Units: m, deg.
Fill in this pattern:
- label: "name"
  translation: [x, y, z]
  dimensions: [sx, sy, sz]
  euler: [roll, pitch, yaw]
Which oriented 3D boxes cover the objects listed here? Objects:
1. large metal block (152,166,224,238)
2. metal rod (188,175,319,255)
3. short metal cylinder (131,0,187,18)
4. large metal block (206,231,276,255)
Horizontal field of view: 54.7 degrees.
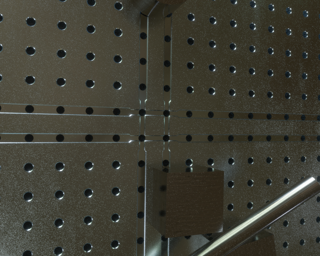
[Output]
- label: "large metal block"
  translation: [0.037, 0.095, 0.414]
  dimensions: [0.081, 0.050, 0.079]
  euler: [1, 90, -20]
- label: "metal rod"
  translation: [0.075, 0.155, 0.399]
  dimensions: [0.301, 0.025, 0.025]
  euler: [-33, 102, -1]
- label: "short metal cylinder"
  translation: [0.001, -0.191, 0.400]
  dimensions: [0.081, 0.050, 0.079]
  euler: [0, 90, -21]
- label: "large metal block"
  translation: [0.119, 0.195, 0.445]
  dimensions: [0.081, 0.050, 0.079]
  euler: [-10, 94, -20]
